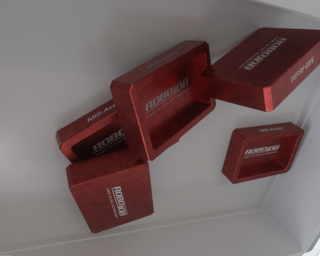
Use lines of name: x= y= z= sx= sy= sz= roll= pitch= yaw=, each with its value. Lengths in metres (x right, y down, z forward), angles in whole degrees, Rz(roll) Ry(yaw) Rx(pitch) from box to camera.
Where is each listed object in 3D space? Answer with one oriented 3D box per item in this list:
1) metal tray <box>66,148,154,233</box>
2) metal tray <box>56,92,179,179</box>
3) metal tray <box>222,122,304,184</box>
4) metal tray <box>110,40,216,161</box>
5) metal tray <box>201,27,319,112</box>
metal tray: x=-0.058 y=0.083 z=0.397 sx=0.091 sy=0.030 sz=0.129 roll=-16 pitch=140 yaw=-11
metal tray: x=-0.048 y=0.011 z=0.385 sx=0.131 sy=0.030 sz=0.090 roll=-32 pitch=129 yaw=-8
metal tray: x=0.175 y=0.041 z=0.525 sx=0.131 sy=0.030 sz=0.089 roll=-6 pitch=121 yaw=-25
metal tray: x=0.012 y=-0.035 z=0.350 sx=0.131 sy=0.030 sz=0.089 roll=-37 pitch=128 yaw=-36
metal tray: x=0.123 y=-0.075 z=0.363 sx=0.131 sy=0.090 sz=0.030 roll=-39 pitch=128 yaw=-26
